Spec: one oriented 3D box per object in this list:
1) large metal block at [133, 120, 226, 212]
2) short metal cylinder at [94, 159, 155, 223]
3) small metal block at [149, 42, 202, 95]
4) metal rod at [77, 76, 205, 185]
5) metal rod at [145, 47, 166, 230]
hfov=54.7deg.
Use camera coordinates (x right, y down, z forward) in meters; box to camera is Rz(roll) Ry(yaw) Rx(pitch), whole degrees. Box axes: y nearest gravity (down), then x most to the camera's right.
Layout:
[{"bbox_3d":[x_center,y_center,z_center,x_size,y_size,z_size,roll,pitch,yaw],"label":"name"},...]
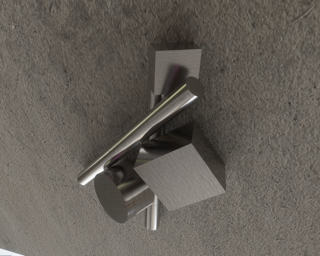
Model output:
[{"bbox_3d":[0.027,0.049,0.389,0.080,0.050,0.080,-26,114,24],"label":"large metal block"},{"bbox_3d":[-0.054,0.093,0.462,0.080,0.050,0.079,27,129,39],"label":"short metal cylinder"},{"bbox_3d":[0.016,-0.066,0.343,0.050,0.025,0.050,-6,123,-14],"label":"small metal block"},{"bbox_3d":[-0.047,0.022,0.424,0.025,0.025,0.299,47,136,-5],"label":"metal rod"},{"bbox_3d":[-0.007,0.035,0.433,0.025,0.025,0.298,16,125,19],"label":"metal rod"}]
